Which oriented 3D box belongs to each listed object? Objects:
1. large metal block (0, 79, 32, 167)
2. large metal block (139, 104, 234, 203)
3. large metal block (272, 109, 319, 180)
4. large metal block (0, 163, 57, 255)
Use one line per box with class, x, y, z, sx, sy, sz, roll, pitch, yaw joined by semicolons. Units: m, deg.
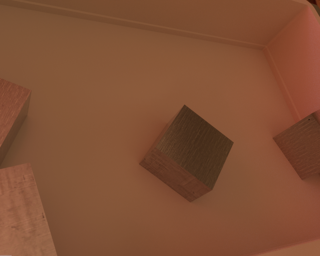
large metal block;-0.182;-0.009;0.297;0.080;0.050;0.080;22;54;-15
large metal block;0.034;0.031;0.389;0.080;0.050;0.080;38;51;-3
large metal block;0.242;0.024;0.485;0.050;0.080;0.080;-21;73;-36
large metal block;-0.125;0.085;0.251;0.050;0.080;0.080;-12;68;-33
